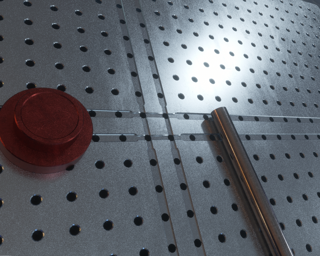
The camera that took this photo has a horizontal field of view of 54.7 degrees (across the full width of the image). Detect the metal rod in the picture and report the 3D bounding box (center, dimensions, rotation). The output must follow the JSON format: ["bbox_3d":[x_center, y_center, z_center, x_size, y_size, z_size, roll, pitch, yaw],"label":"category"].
[{"bbox_3d":[0.136,0.105,0.416,0.025,0.025,0.299,-6,65,-31],"label":"metal rod"}]

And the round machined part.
[{"bbox_3d":[-0.121,-0.004,0.334,0.099,0.042,0.098,13,56,-21],"label":"round machined part"}]
